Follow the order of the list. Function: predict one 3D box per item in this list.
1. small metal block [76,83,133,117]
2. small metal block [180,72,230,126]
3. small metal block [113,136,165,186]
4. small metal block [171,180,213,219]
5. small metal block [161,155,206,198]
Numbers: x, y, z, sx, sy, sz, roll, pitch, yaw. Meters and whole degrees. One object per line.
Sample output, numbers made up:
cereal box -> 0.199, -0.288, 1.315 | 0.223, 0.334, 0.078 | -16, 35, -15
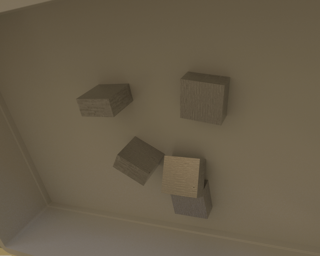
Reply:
small metal block -> -0.071, -0.037, 0.406 | 0.050, 0.050, 0.025 | 2, 119, 27
small metal block -> 0.051, -0.035, 0.359 | 0.050, 0.025, 0.050 | 12, 123, 21
small metal block -> -0.029, 0.045, 0.434 | 0.050, 0.050, 0.025 | 31, 128, 8
small metal block -> 0.045, 0.100, 0.446 | 0.050, 0.025, 0.050 | 2, 120, 27
small metal block -> 0.032, 0.064, 0.415 | 0.050, 0.025, 0.050 | 3, 85, 26
